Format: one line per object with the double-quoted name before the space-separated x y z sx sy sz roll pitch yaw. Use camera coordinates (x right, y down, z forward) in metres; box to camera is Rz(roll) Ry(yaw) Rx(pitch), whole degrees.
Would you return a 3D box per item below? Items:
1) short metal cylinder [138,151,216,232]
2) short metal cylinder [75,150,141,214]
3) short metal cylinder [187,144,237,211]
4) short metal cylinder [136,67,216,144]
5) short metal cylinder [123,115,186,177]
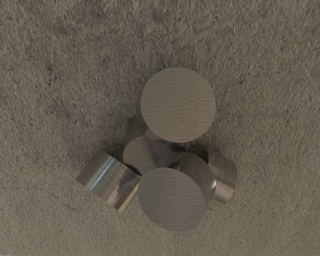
"short metal cylinder" 0.021 0.074 0.367 0.080 0.050 0.079 7 110 21
"short metal cylinder" -0.069 0.074 0.427 0.080 0.050 0.080 33 164 11
"short metal cylinder" 0.060 0.069 0.431 0.050 0.080 0.080 28 125 -22
"short metal cylinder" 0.015 -0.022 0.346 0.081 0.080 0.050 10 173 -9
"short metal cylinder" -0.007 0.021 0.410 0.081 0.050 0.079 -1 130 0
